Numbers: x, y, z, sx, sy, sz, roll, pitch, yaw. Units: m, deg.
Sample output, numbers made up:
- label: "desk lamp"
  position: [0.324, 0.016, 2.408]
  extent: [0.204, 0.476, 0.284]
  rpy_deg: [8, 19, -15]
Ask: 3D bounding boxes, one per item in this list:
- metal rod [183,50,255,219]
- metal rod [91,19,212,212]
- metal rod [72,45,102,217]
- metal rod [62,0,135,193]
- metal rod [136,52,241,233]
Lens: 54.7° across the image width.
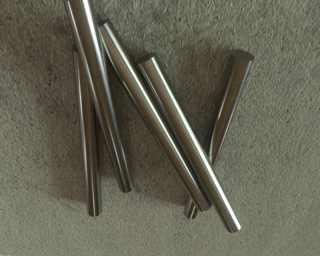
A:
- label: "metal rod"
  position: [0.072, 0.033, 0.435]
  extent: [0.025, 0.025, 0.298]
  rpy_deg: [6, 130, -5]
- label: "metal rod"
  position: [0.002, 0.005, 0.393]
  extent: [0.025, 0.025, 0.299]
  rpy_deg: [-20, 122, 16]
- label: "metal rod"
  position: [-0.096, 0.027, 0.428]
  extent: [0.025, 0.025, 0.298]
  rpy_deg: [4, 130, -4]
- label: "metal rod"
  position: [-0.062, -0.013, 0.376]
  extent: [0.025, 0.025, 0.298]
  rpy_deg: [-3, 136, 2]
- label: "metal rod"
  position: [0.049, 0.038, 0.412]
  extent: [0.025, 0.025, 0.299]
  rpy_deg: [-21, 119, 16]
